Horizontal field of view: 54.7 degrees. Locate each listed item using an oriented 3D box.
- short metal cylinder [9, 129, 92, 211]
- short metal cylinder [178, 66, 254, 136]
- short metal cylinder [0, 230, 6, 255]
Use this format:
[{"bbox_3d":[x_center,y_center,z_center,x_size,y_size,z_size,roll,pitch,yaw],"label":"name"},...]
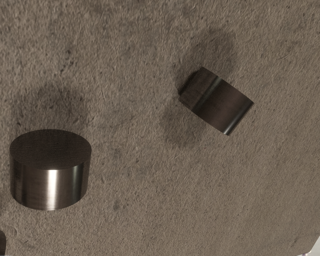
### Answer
[{"bbox_3d":[-0.117,0.042,0.334,0.081,0.080,0.050,-2,120,-28],"label":"short metal cylinder"},{"bbox_3d":[0.070,-0.034,0.391,0.080,0.080,0.050,27,103,-38],"label":"short metal cylinder"},{"bbox_3d":[-0.219,0.147,0.343,0.080,0.080,0.050,-47,130,5],"label":"short metal cylinder"}]
